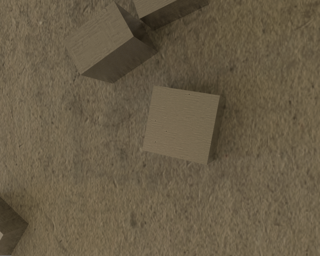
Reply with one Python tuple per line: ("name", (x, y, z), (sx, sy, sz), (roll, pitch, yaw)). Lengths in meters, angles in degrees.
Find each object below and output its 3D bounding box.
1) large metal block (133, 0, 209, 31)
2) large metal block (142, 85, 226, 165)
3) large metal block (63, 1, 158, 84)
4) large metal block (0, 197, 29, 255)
("large metal block", (0.007, -0.184, 0.393), (0.080, 0.050, 0.080), (-20, 83, 18))
("large metal block", (0.031, -0.005, 0.384), (0.080, 0.050, 0.079), (11, 94, 19))
("large metal block", (-0.060, -0.105, 0.400), (0.080, 0.080, 0.050), (-31, 80, 17))
("large metal block", (-0.270, 0.165, 0.489), (0.080, 0.050, 0.080), (36, 101, 16))
